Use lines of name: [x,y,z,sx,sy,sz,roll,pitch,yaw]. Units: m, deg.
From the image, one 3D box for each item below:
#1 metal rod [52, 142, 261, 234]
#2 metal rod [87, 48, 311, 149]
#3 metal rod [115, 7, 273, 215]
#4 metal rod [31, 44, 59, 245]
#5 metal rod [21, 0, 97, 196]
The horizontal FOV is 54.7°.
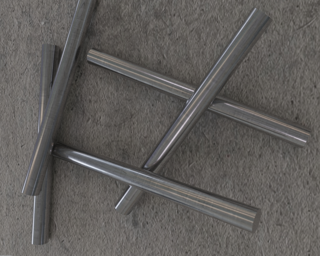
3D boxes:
metal rod: [-0.029,0.061,0.382,0.300,0.025,0.025,13,95,33]
metal rod: [0.035,-0.045,0.396,0.301,0.025,0.025,24,98,18]
metal rod: [0.028,-0.005,0.376,0.025,0.025,0.298,40,111,15]
metal rod: [-0.174,0.025,0.470,0.025,0.025,0.298,4,91,20]
metal rod: [-0.144,-0.050,0.445,0.025,0.025,0.298,16,90,19]
